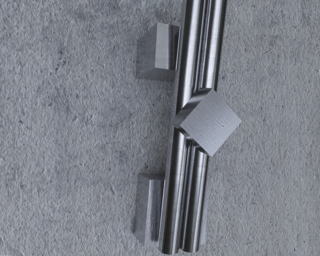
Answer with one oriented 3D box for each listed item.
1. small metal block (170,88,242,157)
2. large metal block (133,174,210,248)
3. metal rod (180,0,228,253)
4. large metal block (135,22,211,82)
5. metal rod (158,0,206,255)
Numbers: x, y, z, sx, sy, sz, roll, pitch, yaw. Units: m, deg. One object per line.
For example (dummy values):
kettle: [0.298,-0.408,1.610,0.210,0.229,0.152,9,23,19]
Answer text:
small metal block: [0.048,-0.007,0.324,0.050,0.025,0.050,44,82,-21]
large metal block: [0.014,0.104,0.402,0.081,0.050,0.080,5,88,-20]
metal rod: [0.048,-0.007,0.351,0.025,0.025,0.298,3,96,-20]
large metal block: [0.020,-0.089,0.389,0.081,0.080,0.050,3,89,-20]
metal rod: [0.024,-0.008,0.342,0.025,0.025,0.298,3,96,-20]
